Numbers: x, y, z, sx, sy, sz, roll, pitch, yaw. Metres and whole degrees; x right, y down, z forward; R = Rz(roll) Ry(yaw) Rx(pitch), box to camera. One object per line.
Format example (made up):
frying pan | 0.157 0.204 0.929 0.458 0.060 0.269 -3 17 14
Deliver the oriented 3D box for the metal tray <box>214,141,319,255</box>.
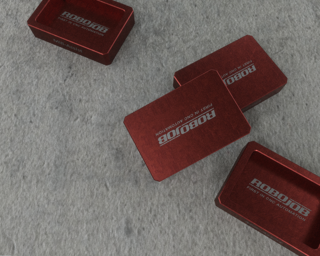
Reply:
metal tray | 0.145 0.086 0.375 0.130 0.030 0.090 30 72 10

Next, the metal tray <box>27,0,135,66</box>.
metal tray | -0.115 -0.157 0.461 0.130 0.030 0.090 23 71 7

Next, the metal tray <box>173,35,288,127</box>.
metal tray | 0.095 -0.063 0.430 0.131 0.030 0.090 -29 73 -11

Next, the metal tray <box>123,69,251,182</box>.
metal tray | 0.033 -0.002 0.385 0.130 0.030 0.090 -29 81 2
